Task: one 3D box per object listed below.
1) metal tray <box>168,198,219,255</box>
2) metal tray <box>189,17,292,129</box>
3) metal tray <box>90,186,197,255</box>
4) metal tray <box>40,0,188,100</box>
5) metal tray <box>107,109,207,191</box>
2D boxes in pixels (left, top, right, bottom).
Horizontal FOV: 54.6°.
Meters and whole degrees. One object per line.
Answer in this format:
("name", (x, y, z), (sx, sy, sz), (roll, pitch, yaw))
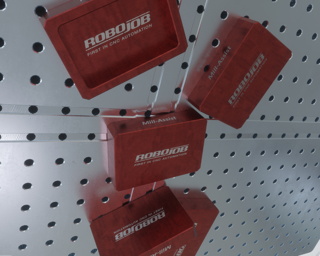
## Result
("metal tray", (0.037, 0.183, 0.541), (0.091, 0.030, 0.129), (9, 114, -33))
("metal tray", (0.110, -0.070, 0.424), (0.090, 0.030, 0.129), (22, 106, -36))
("metal tray", (-0.025, 0.146, 0.445), (0.131, 0.090, 0.030), (-24, 127, -14))
("metal tray", (-0.042, -0.098, 0.323), (0.131, 0.030, 0.090), (-29, 128, -10))
("metal tray", (-0.003, 0.029, 0.423), (0.131, 0.030, 0.089), (-11, 123, -23))
